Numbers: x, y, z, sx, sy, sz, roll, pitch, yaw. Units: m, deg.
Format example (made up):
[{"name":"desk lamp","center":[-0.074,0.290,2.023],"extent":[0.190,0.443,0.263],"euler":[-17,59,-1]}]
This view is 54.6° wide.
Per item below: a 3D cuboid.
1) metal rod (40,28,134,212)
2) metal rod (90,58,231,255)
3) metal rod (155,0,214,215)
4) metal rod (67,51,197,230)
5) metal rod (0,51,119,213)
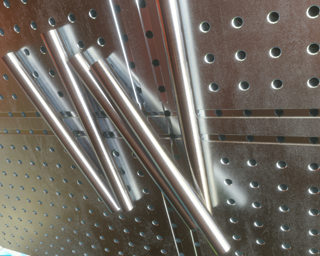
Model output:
[{"name":"metal rod","center":[-0.100,0.002,0.466],"extent":[0.025,0.025,0.299],"euler":[-5,116,31]},{"name":"metal rod","center":[0.003,0.040,0.412],"extent":[0.025,0.025,0.299],"euler":[-31,95,38]},{"name":"metal rod","center":[0.036,-0.006,0.388],"extent":[0.025,0.025,0.298],"euler":[2,119,27]},{"name":"metal rod","center":[-0.030,0.026,0.443],"extent":[0.025,0.025,0.299],"euler":[-26,105,37]},{"name":"metal rod","center":[-0.151,0.015,0.500],"extent":[0.025,0.025,0.299],"euler":[-21,107,36]}]
